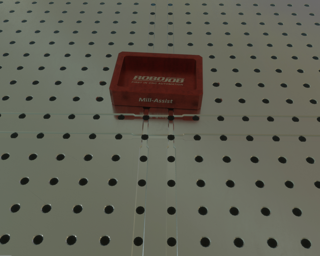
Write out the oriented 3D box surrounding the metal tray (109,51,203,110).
[{"bbox_3d":[-0.003,-0.073,0.465,0.131,0.030,0.090,3,50,3],"label":"metal tray"}]
